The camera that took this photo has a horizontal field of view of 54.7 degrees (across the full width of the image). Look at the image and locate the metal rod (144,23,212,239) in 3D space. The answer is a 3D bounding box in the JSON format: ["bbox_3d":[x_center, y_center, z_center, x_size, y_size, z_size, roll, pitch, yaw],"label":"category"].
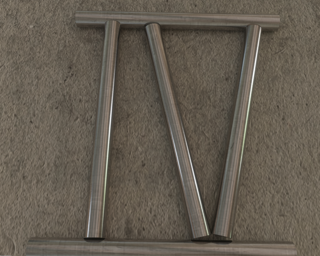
[{"bbox_3d":[0.018,-0.010,0.412,0.025,0.025,0.299,-11,70,-4],"label":"metal rod"}]

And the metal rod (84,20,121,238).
[{"bbox_3d":[-0.073,-0.013,0.412,0.025,0.025,0.299,1,70,0],"label":"metal rod"}]

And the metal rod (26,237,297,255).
[{"bbox_3d":[0.002,0.141,0.357,0.302,0.025,0.025,1,70,0],"label":"metal rod"}]

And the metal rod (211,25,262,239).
[{"bbox_3d":[0.106,-0.010,0.413,0.025,0.025,0.299,13,70,4],"label":"metal rod"}]

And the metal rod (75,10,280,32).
[{"bbox_3d":[0.026,-0.162,0.469,0.302,0.025,0.025,1,70,0],"label":"metal rod"}]
